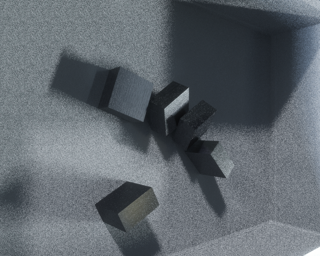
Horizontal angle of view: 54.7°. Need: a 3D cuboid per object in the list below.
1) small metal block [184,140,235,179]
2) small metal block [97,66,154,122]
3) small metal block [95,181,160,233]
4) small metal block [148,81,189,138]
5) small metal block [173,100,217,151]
[{"bbox_3d":[0.072,0.045,0.451,0.025,0.050,0.050,-51,120,-28],"label":"small metal block"},{"bbox_3d":[-0.040,-0.039,0.371,0.050,0.025,0.050,23,75,-36],"label":"small metal block"},{"bbox_3d":[-0.038,0.089,0.358,0.050,0.050,0.025,-33,111,-35],"label":"small metal block"},{"bbox_3d":[0.013,-0.025,0.403,0.050,0.025,0.050,-42,146,-32],"label":"small metal block"},{"bbox_3d":[0.047,-0.004,0.428,0.025,0.050,0.050,39,56,17],"label":"small metal block"}]
